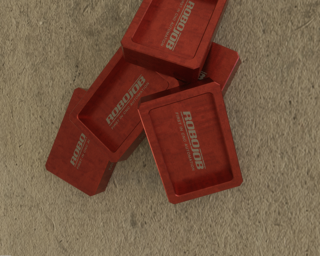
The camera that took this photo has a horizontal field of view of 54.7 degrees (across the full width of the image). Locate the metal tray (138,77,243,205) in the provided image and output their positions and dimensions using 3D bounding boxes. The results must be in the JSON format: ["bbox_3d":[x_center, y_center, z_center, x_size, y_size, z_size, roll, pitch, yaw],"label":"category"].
[{"bbox_3d":[0.036,0.017,0.358,0.090,0.030,0.129,-17,109,2],"label":"metal tray"}]

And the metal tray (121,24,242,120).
[{"bbox_3d":[0.025,-0.076,0.398,0.130,0.030,0.090,28,99,17],"label":"metal tray"}]

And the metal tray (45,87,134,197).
[{"bbox_3d":[-0.100,0.019,0.441,0.090,0.030,0.129,26,98,17],"label":"metal tray"}]

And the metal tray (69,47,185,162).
[{"bbox_3d":[-0.043,-0.032,0.390,0.090,0.030,0.130,43,103,14],"label":"metal tray"}]

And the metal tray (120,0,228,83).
[{"bbox_3d":[0.021,-0.125,0.363,0.090,0.030,0.130,20,69,8],"label":"metal tray"}]
